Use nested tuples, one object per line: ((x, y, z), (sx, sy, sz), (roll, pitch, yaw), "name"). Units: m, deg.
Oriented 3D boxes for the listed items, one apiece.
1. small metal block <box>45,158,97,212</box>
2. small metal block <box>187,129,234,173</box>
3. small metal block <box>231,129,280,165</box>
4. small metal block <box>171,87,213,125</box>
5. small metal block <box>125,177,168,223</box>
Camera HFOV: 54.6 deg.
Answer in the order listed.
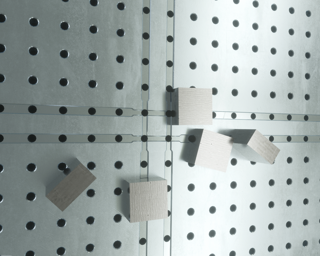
((-0.105, 0.064, 0.361), (0.050, 0.050, 0.025), (-45, 104, -14), "small metal block")
((0.071, 0.032, 0.439), (0.050, 0.025, 0.050), (17, 84, -19), "small metal block")
((0.134, 0.026, 0.448), (0.050, 0.050, 0.025), (37, 78, -16), "small metal block")
((0.044, -0.029, 0.428), (0.050, 0.025, 0.050), (-1, 90, -20), "small metal block")
((-0.018, 0.093, 0.406), (0.050, 0.025, 0.050), (-1, 91, -20), "small metal block")
